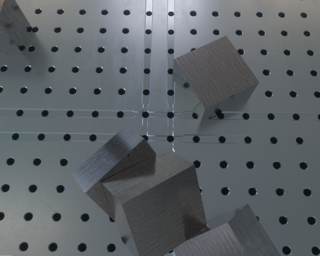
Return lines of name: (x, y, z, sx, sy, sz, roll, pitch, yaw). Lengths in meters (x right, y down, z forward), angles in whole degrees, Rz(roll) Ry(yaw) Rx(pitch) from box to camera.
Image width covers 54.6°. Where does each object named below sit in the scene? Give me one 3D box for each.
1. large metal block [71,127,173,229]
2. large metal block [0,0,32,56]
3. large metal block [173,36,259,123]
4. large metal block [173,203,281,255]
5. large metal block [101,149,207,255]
large metal block: (-0.038, 0.059, 0.354, 0.080, 0.080, 0.050, -43, 32, -14)
large metal block: (-0.241, -0.149, 0.436, 0.080, 0.080, 0.050, 6, 70, 2)
large metal block: (0.072, -0.066, 0.423, 0.080, 0.050, 0.080, -26, 72, -9)
large metal block: (0.073, 0.138, 0.322, 0.050, 0.080, 0.080, -16, 71, -52)
large metal block: (-0.004, 0.080, 0.321, 0.081, 0.050, 0.080, -25, 116, -24)
